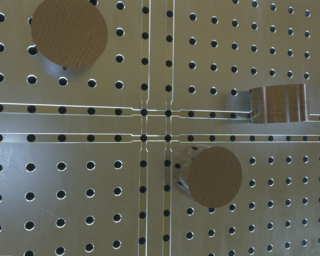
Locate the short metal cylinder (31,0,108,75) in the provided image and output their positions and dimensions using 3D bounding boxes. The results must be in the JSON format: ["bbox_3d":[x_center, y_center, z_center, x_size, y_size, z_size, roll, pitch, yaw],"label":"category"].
[{"bbox_3d":[-0.105,-0.106,0.360,0.081,0.050,0.079,0,90,-20],"label":"short metal cylinder"}]

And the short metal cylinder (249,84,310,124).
[{"bbox_3d":[0.170,-0.034,0.446,0.081,0.080,0.050,-4,92,-20],"label":"short metal cylinder"}]

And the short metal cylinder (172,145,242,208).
[{"bbox_3d":[0.063,0.063,0.423,0.081,0.050,0.079,0,90,-20],"label":"short metal cylinder"}]
